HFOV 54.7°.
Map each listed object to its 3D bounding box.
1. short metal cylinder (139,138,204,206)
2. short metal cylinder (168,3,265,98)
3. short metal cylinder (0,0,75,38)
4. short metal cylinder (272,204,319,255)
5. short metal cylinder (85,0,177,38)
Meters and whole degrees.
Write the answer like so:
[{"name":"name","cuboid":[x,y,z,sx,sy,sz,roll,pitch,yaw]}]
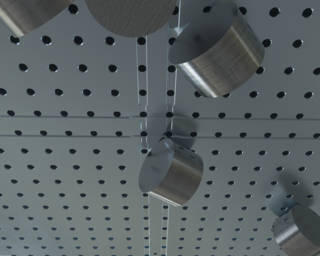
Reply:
[{"name":"short metal cylinder","cuboid":[0.014,0.061,0.427,0.050,0.080,0.080,30,124,-23]},{"name":"short metal cylinder","cuboid":[0.056,-0.077,0.310,0.080,0.080,0.050,-33,123,24]},{"name":"short metal cylinder","cuboid":[-0.113,-0.124,0.269,0.080,0.080,0.050,-22,127,18]},{"name":"short metal cylinder","cuboid":[0.243,0.180,0.531,0.080,0.080,0.050,20,127,-17]},{"name":"short metal cylinder","cuboid":[-0.025,-0.131,0.283,0.081,0.050,0.079,0,130,0]}]
